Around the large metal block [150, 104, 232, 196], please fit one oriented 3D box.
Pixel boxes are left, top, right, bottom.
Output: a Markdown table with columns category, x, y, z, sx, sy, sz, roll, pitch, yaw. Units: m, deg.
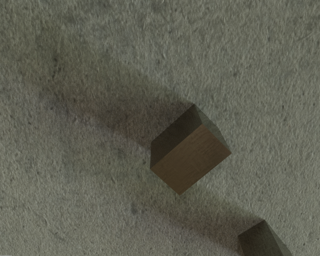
| category | x | y | z | sx | sy | sz | roll | pitch | yaw |
| --- | --- | --- | --- | --- | --- | --- | --- | --- | --- |
| large metal block | 0.035 | 0.024 | 0.390 | 0.080 | 0.080 | 0.050 | -42 | 105 | 14 |

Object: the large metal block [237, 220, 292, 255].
| category | x | y | z | sx | sy | sz | roll | pitch | yaw |
| --- | --- | --- | --- | --- | --- | --- | --- | --- | --- |
| large metal block | 0.167 | 0.199 | 0.456 | 0.050 | 0.080 | 0.080 | -36 | 107 | 12 |
